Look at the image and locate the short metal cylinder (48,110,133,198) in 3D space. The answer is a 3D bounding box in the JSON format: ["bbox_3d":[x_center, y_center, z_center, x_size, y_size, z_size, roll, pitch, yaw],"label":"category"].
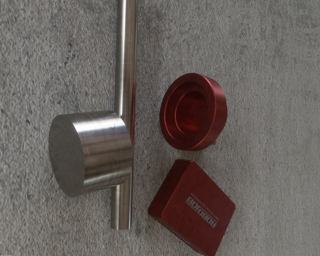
[{"bbox_3d":[-0.071,0.024,0.311,0.050,0.080,0.079,-9,96,-40],"label":"short metal cylinder"}]

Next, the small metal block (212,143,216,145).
[{"bbox_3d":[0.058,-0.002,0.456,0.050,0.025,0.050,8,85,-40],"label":"small metal block"}]

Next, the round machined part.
[{"bbox_3d":[0.047,-0.019,0.399,0.042,0.098,0.097,10,84,-40],"label":"round machined part"}]

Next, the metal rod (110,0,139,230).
[{"bbox_3d":[-0.042,-0.032,0.371,0.025,0.025,0.298,3,88,-40],"label":"metal rod"}]

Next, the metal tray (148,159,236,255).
[{"bbox_3d":[0.051,0.117,0.447,0.130,0.030,0.090,47,62,-30],"label":"metal tray"}]
